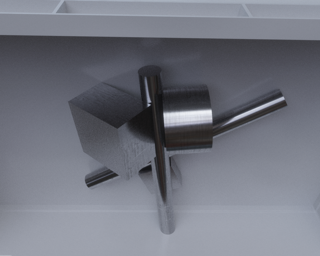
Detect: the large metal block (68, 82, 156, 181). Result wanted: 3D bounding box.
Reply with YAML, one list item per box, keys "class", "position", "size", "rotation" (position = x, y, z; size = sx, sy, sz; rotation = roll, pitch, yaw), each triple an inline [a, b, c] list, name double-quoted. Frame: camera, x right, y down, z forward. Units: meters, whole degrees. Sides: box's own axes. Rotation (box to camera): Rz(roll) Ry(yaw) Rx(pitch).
- class: "large metal block"
  position: [-0.054, 0.003, 0.367]
  size: [0.080, 0.050, 0.079]
  rotation: [27, 139, 31]

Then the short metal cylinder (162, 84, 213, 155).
- class: "short metal cylinder"
  position: [0.030, -0.010, 0.362]
  size: [0.050, 0.080, 0.079]
  rotation: [-4, 130, 1]

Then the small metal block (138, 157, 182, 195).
- class: "small metal block"
  position: [0.001, 0.070, 0.467]
  size: [0.050, 0.025, 0.050]
  rotation: [-17, 129, 13]

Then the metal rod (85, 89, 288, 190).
- class: "metal rod"
  position: [0.022, 0.023, 0.426]
  size: [0.300, 0.025, 0.025]
  rotation: [-25, 126, 19]

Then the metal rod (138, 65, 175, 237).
- class: "metal rod"
  position: [0.001, 0.055, 0.420]
  size: [0.025, 0.025, 0.298]
  rotation: [-4, 129, 3]
